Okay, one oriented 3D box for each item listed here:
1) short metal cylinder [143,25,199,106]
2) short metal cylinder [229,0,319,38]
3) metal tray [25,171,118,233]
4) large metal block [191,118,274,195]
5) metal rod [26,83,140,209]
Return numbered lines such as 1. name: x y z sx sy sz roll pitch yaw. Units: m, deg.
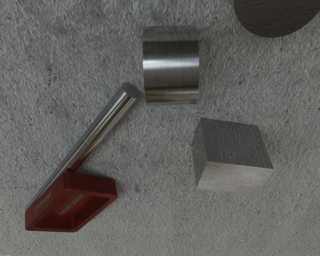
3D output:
1. short metal cylinder: 0.011 -0.063 0.317 0.050 0.080 0.079 -2 130 1
2. short metal cylinder: 0.103 -0.130 0.281 0.081 0.050 0.079 0 130 0
3. metal tray: -0.139 0.120 0.484 0.091 0.030 0.129 20 129 -41
4. large metal block: 0.089 0.036 0.402 0.081 0.080 0.050 8 130 -7
5. metal rod: -0.124 0.047 0.445 0.025 0.025 0.299 30 124 -23
